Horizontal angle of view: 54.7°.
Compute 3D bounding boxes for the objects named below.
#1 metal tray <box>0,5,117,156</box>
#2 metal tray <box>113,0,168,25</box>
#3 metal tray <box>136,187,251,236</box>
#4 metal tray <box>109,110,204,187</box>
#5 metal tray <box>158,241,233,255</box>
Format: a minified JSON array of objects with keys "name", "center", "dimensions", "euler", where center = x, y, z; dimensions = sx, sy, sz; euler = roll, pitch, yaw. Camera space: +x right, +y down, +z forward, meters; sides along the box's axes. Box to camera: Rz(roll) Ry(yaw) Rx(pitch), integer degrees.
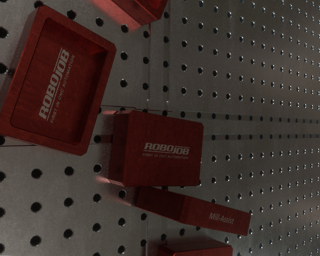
[{"name":"metal tray","center":[-0.105,-0.044,0.319],"dimensions":[0.090,0.030,0.129],"euler":[23,76,-38]},{"name":"metal tray","center":[-0.020,-0.210,0.390],"dimensions":[0.090,0.030,0.130],"euler":[32,70,-36]},{"name":"metal tray","center":[0.046,0.109,0.407],"dimensions":[0.131,0.090,0.030],"euler":[24,75,-38]},{"name":"metal tray","center":[0.000,0.030,0.408],"dimensions":[0.131,0.030,0.089],"euler":[9,84,-40]},{"name":"metal tray","center":[0.051,0.218,0.452],"dimensions":[0.131,0.030,0.090],"euler":[13,82,-40]}]
